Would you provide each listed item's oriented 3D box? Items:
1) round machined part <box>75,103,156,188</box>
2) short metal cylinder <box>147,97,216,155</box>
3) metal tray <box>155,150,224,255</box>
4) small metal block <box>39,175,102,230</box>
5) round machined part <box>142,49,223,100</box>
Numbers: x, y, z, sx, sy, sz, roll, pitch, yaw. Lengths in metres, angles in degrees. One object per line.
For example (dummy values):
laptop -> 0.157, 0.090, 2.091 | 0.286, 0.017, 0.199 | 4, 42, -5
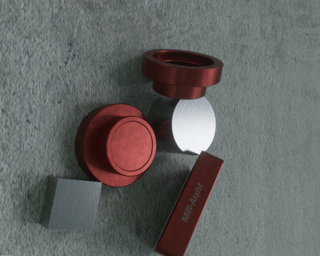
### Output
round machined part -> -0.043, 0.020, 0.359 | 0.099, 0.042, 0.097 | 0, 90, -40
short metal cylinder -> 0.029, -0.005, 0.415 | 0.081, 0.050, 0.079 | 0, 90, -40
metal tray -> 0.035, 0.102, 0.396 | 0.030, 0.090, 0.130 | 25, 68, 8
small metal block -> -0.094, 0.079, 0.328 | 0.050, 0.025, 0.050 | 15, 81, -39
round machined part -> 0.026, -0.067, 0.387 | 0.099, 0.098, 0.042 | -16, 124, -39
